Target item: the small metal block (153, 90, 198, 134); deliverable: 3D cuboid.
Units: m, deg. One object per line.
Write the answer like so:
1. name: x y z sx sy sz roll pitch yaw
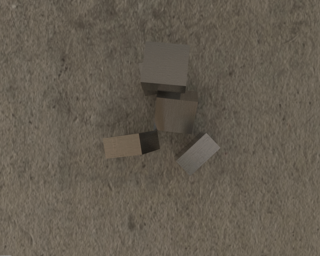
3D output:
1. small metal block: 0.020 -0.022 0.398 0.050 0.025 0.050 6 127 -1

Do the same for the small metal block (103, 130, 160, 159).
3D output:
1. small metal block: -0.035 0.020 0.389 0.050 0.050 0.025 -8 90 25

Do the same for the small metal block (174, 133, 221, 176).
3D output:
1. small metal block: 0.046 0.032 0.398 0.050 0.050 0.025 -43 91 0

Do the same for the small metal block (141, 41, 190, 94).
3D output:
1. small metal block: 0.007 -0.070 0.358 0.050 0.025 0.050 6 77 3

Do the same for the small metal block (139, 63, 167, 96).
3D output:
1. small metal block: 0.002 -0.065 0.395 0.050 0.050 0.025 -10 77 0
